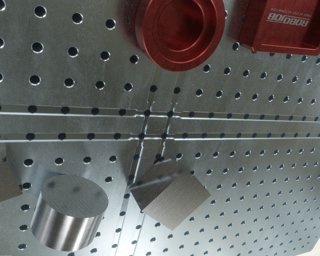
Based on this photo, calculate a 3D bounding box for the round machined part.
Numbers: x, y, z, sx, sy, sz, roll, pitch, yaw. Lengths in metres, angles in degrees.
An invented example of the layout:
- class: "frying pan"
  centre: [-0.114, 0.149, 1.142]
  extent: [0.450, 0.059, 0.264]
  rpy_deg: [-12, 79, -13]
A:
- class: "round machined part"
  centre: [0.019, -0.115, 0.339]
  extent: [0.099, 0.042, 0.097]
  rpy_deg: [-14, 124, -21]

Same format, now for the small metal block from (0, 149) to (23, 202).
- class: "small metal block"
  centre: [-0.188, 0.057, 0.344]
  extent: [0.050, 0.025, 0.050]
  rpy_deg: [-19, 126, -18]

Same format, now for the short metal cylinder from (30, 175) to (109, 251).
- class: "short metal cylinder"
  centre: [-0.110, 0.101, 0.378]
  extent: [0.081, 0.080, 0.050]
  rpy_deg: [10, 113, -33]

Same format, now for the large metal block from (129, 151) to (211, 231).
- class: "large metal block"
  centre: [0.016, 0.095, 0.462]
  extent: [0.080, 0.050, 0.080]
  rpy_deg: [-43, 129, 2]

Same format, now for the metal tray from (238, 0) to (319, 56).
- class: "metal tray"
  centre: [0.175, -0.146, 0.412]
  extent: [0.131, 0.030, 0.089]
  rpy_deg: [-3, 120, -27]
